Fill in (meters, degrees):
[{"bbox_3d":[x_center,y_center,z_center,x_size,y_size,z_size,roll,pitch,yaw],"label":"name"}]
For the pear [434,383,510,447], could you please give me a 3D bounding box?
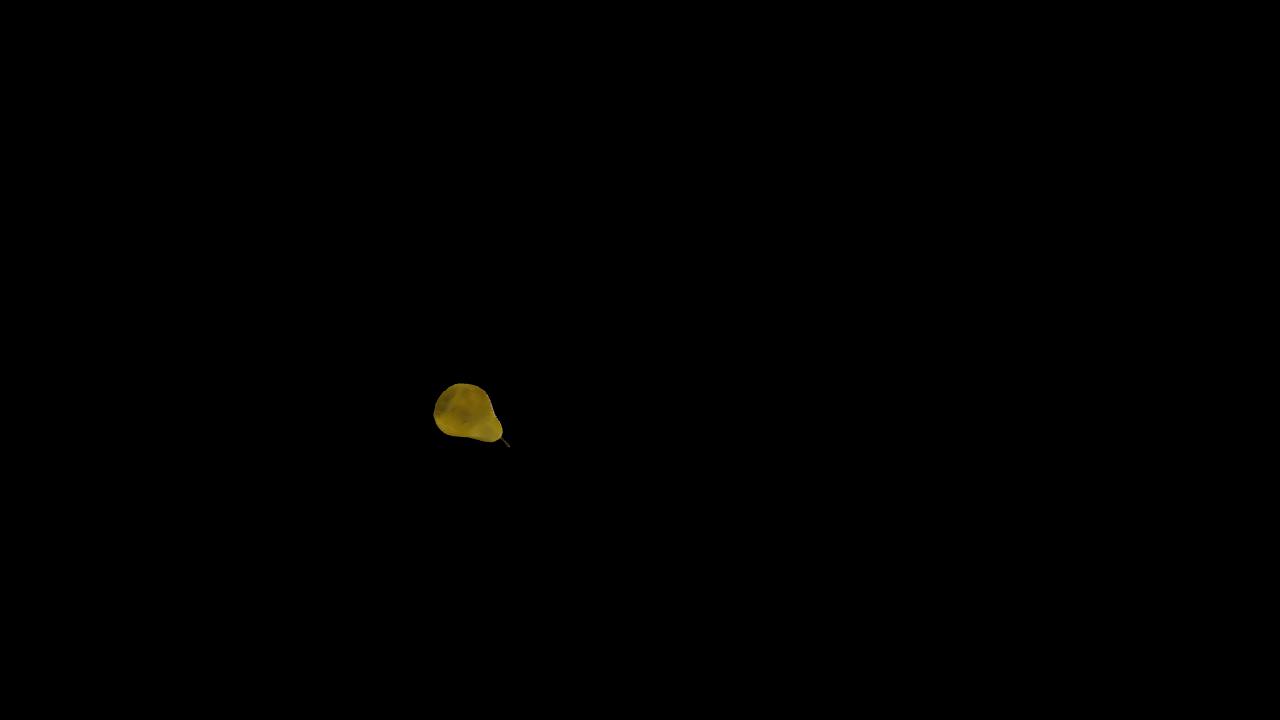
[{"bbox_3d":[-0.219,0.081,0.829,0.080,0.080,0.111,0,-35,41],"label":"pear"}]
